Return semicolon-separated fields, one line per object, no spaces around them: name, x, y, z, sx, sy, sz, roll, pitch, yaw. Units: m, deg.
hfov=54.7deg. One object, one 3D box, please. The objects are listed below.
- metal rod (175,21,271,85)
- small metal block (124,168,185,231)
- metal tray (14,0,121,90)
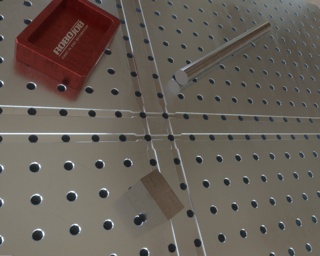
metal rod;0.129;-0.146;0.566;0.025;0.025;0.302;49;51;6
small metal block;-0.008;0.079;0.339;0.025;0.050;0.050;-29;78;-37
metal tray;-0.118;-0.122;0.415;0.090;0.030;0.130;28;52;-11
